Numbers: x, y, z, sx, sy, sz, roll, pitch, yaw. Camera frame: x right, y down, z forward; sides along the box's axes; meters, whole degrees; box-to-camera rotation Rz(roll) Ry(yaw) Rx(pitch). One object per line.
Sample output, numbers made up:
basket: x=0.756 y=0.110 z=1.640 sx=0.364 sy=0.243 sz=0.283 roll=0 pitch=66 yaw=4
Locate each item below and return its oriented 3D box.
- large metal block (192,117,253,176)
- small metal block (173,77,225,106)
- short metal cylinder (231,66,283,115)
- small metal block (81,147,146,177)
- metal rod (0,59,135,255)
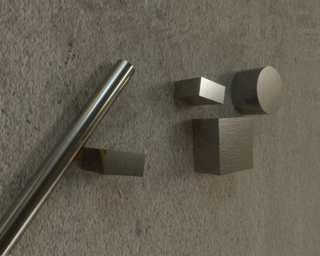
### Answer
large metal block: x=0.097 y=0.024 z=0.472 sx=0.081 sy=0.050 sz=0.079 roll=-3 pitch=92 yaw=-40
small metal block: x=0.055 y=-0.050 z=0.437 sx=0.050 sy=0.050 sz=0.025 roll=13 pitch=82 yaw=-40
short metal cylinder: x=0.167 y=-0.062 z=0.532 sx=0.081 sy=0.050 sz=0.079 roll=0 pitch=90 yaw=-40
small metal block: x=-0.053 y=0.038 z=0.346 sx=0.050 sy=0.050 sz=0.025 roll=11 pitch=83 yaw=-40
metal rod: x=-0.111 y=0.046 z=0.312 sx=0.025 sy=0.025 sz=0.300 roll=45 pitch=63 yaw=-31
